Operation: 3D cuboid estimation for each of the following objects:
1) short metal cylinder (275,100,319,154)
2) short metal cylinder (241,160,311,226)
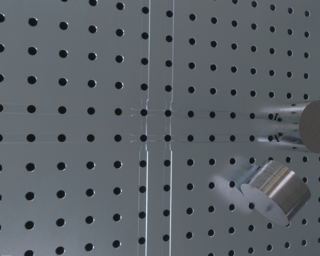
[{"bbox_3d":[0.230,-0.002,0.485,0.081,0.050,0.079,0,90,-20],"label":"short metal cylinder"},{"bbox_3d":[0.164,0.092,0.445,0.050,0.080,0.080,-42,104,-15],"label":"short metal cylinder"}]
